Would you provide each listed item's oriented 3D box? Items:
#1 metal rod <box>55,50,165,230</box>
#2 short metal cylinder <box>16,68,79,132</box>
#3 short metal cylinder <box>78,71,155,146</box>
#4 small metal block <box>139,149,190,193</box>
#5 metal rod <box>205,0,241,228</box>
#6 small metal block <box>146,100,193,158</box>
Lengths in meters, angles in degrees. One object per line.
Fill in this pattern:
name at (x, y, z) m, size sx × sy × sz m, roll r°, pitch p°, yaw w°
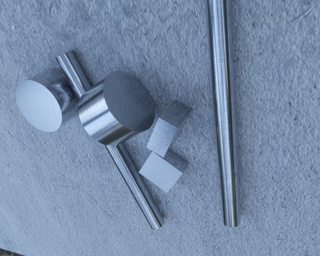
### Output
metal rod at (-0.066, 0.029, 0.459) m, size 0.025 × 0.025 × 0.299 m, roll -14°, pitch 112°, yaw 34°
short metal cylinder at (-0.158, -0.041, 0.449) m, size 0.080 × 0.050 × 0.079 m, roll 13°, pitch 124°, yaw 21°
short metal cylinder at (-0.052, -0.024, 0.384) m, size 0.050 × 0.080 × 0.080 m, roll -27°, pitch 103°, yaw 37°
small metal block at (0.005, 0.056, 0.439) m, size 0.050 × 0.025 × 0.050 m, roll 36°, pitch 129°, yaw 4°
metal rod at (0.077, 0.000, 0.365) m, size 0.025 × 0.025 × 0.298 m, roll 5°, pitch 121°, yaw 26°
small metal block at (0.012, 0.000, 0.384) m, size 0.025 × 0.050 × 0.050 m, roll 30°, pitch 128°, yaw 9°
